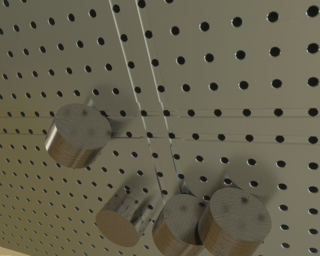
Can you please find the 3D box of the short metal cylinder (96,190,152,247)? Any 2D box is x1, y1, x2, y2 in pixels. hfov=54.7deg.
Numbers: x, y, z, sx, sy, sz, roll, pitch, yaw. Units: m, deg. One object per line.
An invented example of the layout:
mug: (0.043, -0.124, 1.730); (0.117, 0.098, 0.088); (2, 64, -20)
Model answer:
short metal cylinder: (-0.060, 0.152, 0.521); (0.080, 0.050, 0.079); (13, 124, 21)

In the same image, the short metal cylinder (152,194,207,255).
short metal cylinder: (0.035, 0.143, 0.446); (0.080, 0.080, 0.050); (31, 128, 8)

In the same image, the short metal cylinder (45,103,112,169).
short metal cylinder: (-0.117, 0.011, 0.444); (0.080, 0.080, 0.050); (40, 129, 1)

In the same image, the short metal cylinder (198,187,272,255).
short metal cylinder: (0.096, 0.125, 0.403); (0.080, 0.080, 0.050); (25, 127, 12)
